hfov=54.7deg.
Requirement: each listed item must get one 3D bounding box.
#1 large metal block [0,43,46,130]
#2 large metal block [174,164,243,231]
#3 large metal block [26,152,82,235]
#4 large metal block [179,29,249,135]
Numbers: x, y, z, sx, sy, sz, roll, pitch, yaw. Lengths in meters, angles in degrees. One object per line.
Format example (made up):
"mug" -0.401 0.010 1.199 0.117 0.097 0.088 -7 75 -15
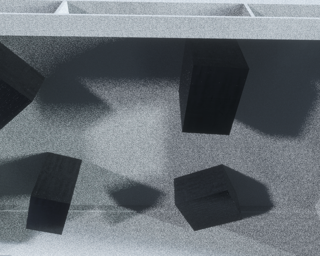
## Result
"large metal block" -0.194 -0.048 0.350 0.080 0.050 0.080 -33 123 25
"large metal block" 0.075 0.111 0.488 0.080 0.050 0.080 -20 128 16
"large metal block" -0.154 0.096 0.453 0.050 0.080 0.079 15 129 -13
"large metal block" 0.051 -0.050 0.331 0.050 0.080 0.079 4 130 -3
